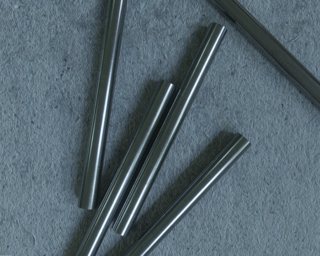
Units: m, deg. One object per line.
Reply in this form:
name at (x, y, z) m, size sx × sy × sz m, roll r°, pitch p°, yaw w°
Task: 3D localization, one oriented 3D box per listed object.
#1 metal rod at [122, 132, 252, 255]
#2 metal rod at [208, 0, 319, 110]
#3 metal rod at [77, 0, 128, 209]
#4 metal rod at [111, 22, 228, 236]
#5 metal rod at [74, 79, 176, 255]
metal rod at (0.009, 0.124, 0.409) m, size 0.025 × 0.025 × 0.300 m, roll 43°, pitch 90°, yaw 0°
metal rod at (0.156, -0.098, 0.410) m, size 0.300 × 0.025 × 0.025 m, roll 44°, pitch 90°, yaw 0°
metal rod at (-0.074, -0.044, 0.409) m, size 0.025 × 0.025 × 0.298 m, roll 8°, pitch 90°, yaw 0°
metal rod at (0.013, 0.001, 0.409) m, size 0.025 × 0.025 × 0.299 m, roll 26°, pitch 90°, yaw 0°
metal rod at (-0.054, 0.076, 0.409) m, size 0.025 × 0.025 × 0.299 m, roll 26°, pitch 90°, yaw 0°
